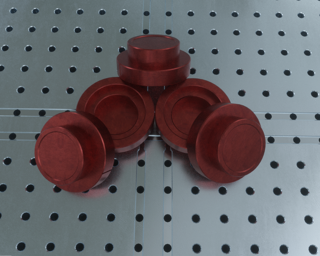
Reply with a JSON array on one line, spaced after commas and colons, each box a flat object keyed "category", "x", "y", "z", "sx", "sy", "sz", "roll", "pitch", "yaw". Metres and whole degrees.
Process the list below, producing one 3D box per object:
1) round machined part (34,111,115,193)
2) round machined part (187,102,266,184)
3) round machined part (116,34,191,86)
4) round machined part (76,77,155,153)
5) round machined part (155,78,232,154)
[{"category": "round machined part", "x": -0.107, "y": 0.030, "z": 0.366, "sx": 0.098, "sy": 0.042, "sz": 0.097, "roll": 3, "pitch": 97, "yaw": 22}, {"category": "round machined part", "x": 0.085, "y": 0.020, "z": 0.368, "sx": 0.099, "sy": 0.042, "sz": 0.097, "roll": -5, "pitch": 101, "yaw": -25}, {"category": "round machined part", "x": -0.008, "y": -0.094, "z": 0.410, "sx": 0.099, "sy": 0.042, "sz": 0.098, "roll": 0, "pitch": 32, "yaw": 0}, {"category": "round machined part", "x": -0.056, "y": -0.014, "z": 0.406, "sx": 0.099, "sy": 0.042, "sz": 0.098, "roll": 0, "pitch": 70, "yaw": -1}, {"category": "round machined part", "x": 0.043, "y": -0.013, "z": 0.408, "sx": 0.099, "sy": 0.042, "sz": 0.098, "roll": 0, "pitch": 70, "yaw": -1}]
